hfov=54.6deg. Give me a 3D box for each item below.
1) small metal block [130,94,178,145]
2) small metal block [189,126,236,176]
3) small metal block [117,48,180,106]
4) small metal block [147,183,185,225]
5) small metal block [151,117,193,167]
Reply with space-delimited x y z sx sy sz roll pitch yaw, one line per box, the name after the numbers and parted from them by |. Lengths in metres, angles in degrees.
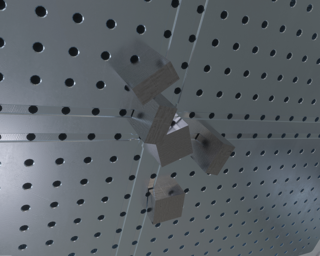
-0.009 -0.014 0.380 0.025 0.050 0.050 9 114 -32 | small metal block
0.075 0.033 0.455 0.025 0.050 0.050 17 109 -35 | small metal block
-0.014 -0.059 0.350 0.050 0.050 0.025 -37 129 -4 | small metal block
0.009 0.119 0.489 0.050 0.025 0.050 -8 122 -24 | small metal block
0.015 0.019 0.431 0.050 0.025 0.050 -24 127 -14 | small metal block
